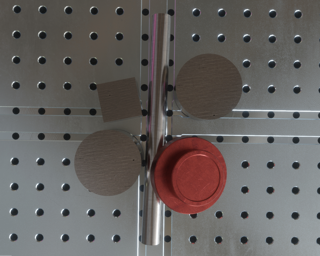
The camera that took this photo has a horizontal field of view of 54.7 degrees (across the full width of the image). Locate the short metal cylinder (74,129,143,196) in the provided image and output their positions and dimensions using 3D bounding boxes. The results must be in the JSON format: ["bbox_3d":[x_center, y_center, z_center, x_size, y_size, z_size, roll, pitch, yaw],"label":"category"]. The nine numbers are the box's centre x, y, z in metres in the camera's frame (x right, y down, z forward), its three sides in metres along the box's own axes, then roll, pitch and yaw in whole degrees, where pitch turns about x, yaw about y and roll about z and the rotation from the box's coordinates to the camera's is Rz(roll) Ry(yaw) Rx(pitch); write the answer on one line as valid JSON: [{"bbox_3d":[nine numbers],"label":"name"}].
[{"bbox_3d":[-0.062,0.042,0.396,0.081,0.050,0.079,0,90,0],"label":"short metal cylinder"}]

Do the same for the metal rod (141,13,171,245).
[{"bbox_3d":[-0.005,0.002,0.409,0.025,0.025,0.298,3,90,0],"label":"metal rod"}]

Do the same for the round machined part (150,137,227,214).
[{"bbox_3d":[0.041,0.060,0.389,0.099,0.042,0.097,0,90,-16],"label":"round machined part"}]

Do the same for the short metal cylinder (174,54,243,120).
[{"bbox_3d":[0.059,-0.050,0.397,0.081,0.050,0.079,0,90,0],"label":"short metal cylinder"}]

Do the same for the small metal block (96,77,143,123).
[{"bbox_3d":[-0.052,-0.036,0.409,0.050,0.025,0.050,-11,90,0],"label":"small metal block"}]
